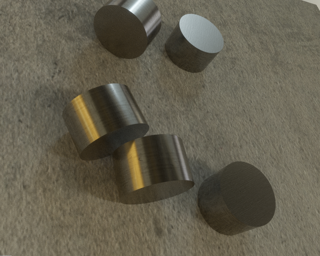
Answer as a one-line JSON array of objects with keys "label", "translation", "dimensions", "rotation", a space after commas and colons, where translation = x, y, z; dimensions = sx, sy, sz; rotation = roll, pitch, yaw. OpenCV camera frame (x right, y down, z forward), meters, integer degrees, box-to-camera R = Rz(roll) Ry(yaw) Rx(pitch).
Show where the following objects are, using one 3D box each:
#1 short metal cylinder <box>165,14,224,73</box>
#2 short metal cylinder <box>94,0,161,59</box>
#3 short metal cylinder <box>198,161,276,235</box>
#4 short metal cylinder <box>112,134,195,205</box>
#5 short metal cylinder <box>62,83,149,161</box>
[{"label": "short metal cylinder", "translation": [0.055, -0.137, 0.503], "dimensions": [0.081, 0.050, 0.080], "rotation": [14, 56, -21]}, {"label": "short metal cylinder", "translation": [-0.045, -0.145, 0.434], "dimensions": [0.080, 0.080, 0.050], "rotation": [34, 51, -7]}, {"label": "short metal cylinder", "translation": [0.095, 0.088, 0.387], "dimensions": [0.081, 0.050, 0.080], "rotation": [14, 56, -21]}, {"label": "short metal cylinder", "translation": [-0.008, 0.047, 0.337], "dimensions": [0.081, 0.080, 0.050], "rotation": [0, 62, -29]}, {"label": "short metal cylinder", "translation": [-0.059, -0.005, 0.341], "dimensions": [0.081, 0.080, 0.050], "rotation": [-16, 71, -35]}]
